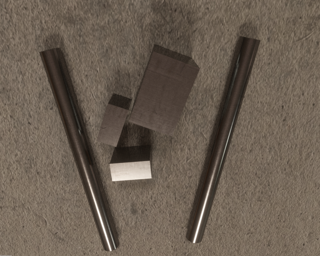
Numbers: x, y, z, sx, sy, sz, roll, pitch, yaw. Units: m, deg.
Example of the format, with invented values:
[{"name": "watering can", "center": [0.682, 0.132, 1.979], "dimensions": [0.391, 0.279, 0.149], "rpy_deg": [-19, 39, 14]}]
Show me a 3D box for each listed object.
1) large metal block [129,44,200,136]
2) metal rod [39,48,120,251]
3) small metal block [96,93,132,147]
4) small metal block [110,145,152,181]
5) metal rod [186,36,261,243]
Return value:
[{"name": "large metal block", "center": [0.003, -0.048, 0.363], "dimensions": [0.050, 0.080, 0.079], "rpy_deg": [19, 109, -7]}, {"name": "metal rod", "center": [-0.104, 0.043, 0.424], "dimensions": [0.025, 0.025, 0.298], "rpy_deg": [-11, 110, 3]}, {"name": "small metal block", "center": [-0.057, -0.011, 0.392], "dimensions": [0.025, 0.050, 0.050], "rpy_deg": [18, 109, -7]}, {"name": "small metal block", "center": [-0.037, 0.046, 0.413], "dimensions": [0.050, 0.050, 0.025], "rpy_deg": [-4, 110, 1]}, {"name": "metal rod", "center": [0.080, 0.029, 0.421], "dimensions": [0.025, 0.025, 0.298], "rpy_deg": [10, 110, -4]}]
